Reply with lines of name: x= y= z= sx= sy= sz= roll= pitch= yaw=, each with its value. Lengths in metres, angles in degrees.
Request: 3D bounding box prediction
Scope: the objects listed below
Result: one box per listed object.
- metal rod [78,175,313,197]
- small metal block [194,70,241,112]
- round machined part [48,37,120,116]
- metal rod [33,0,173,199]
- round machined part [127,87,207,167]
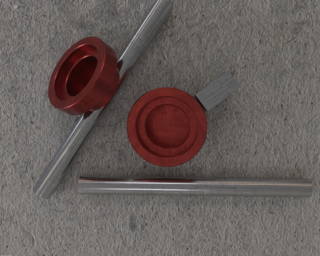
metal rod: x=0.046 y=0.077 z=0.410 sx=0.302 sy=0.025 sz=0.025 roll=1 pitch=90 yaw=-1
small metal block: x=0.070 y=-0.045 z=0.398 sx=0.050 sy=0.050 sz=0.025 roll=-36 pitch=90 yaw=0
round machined part: x=-0.089 y=-0.060 z=0.384 sx=0.098 sy=0.042 sz=0.098 roll=-17 pitch=59 yaw=31
metal rod: x=-0.075 y=-0.039 z=0.409 sx=0.025 sy=0.025 sz=0.299 roll=33 pitch=90 yaw=0
round machined part: x=0.011 y=-0.003 z=0.396 sx=0.098 sy=0.042 sz=0.097 roll=1 pitch=95 yaw=8
